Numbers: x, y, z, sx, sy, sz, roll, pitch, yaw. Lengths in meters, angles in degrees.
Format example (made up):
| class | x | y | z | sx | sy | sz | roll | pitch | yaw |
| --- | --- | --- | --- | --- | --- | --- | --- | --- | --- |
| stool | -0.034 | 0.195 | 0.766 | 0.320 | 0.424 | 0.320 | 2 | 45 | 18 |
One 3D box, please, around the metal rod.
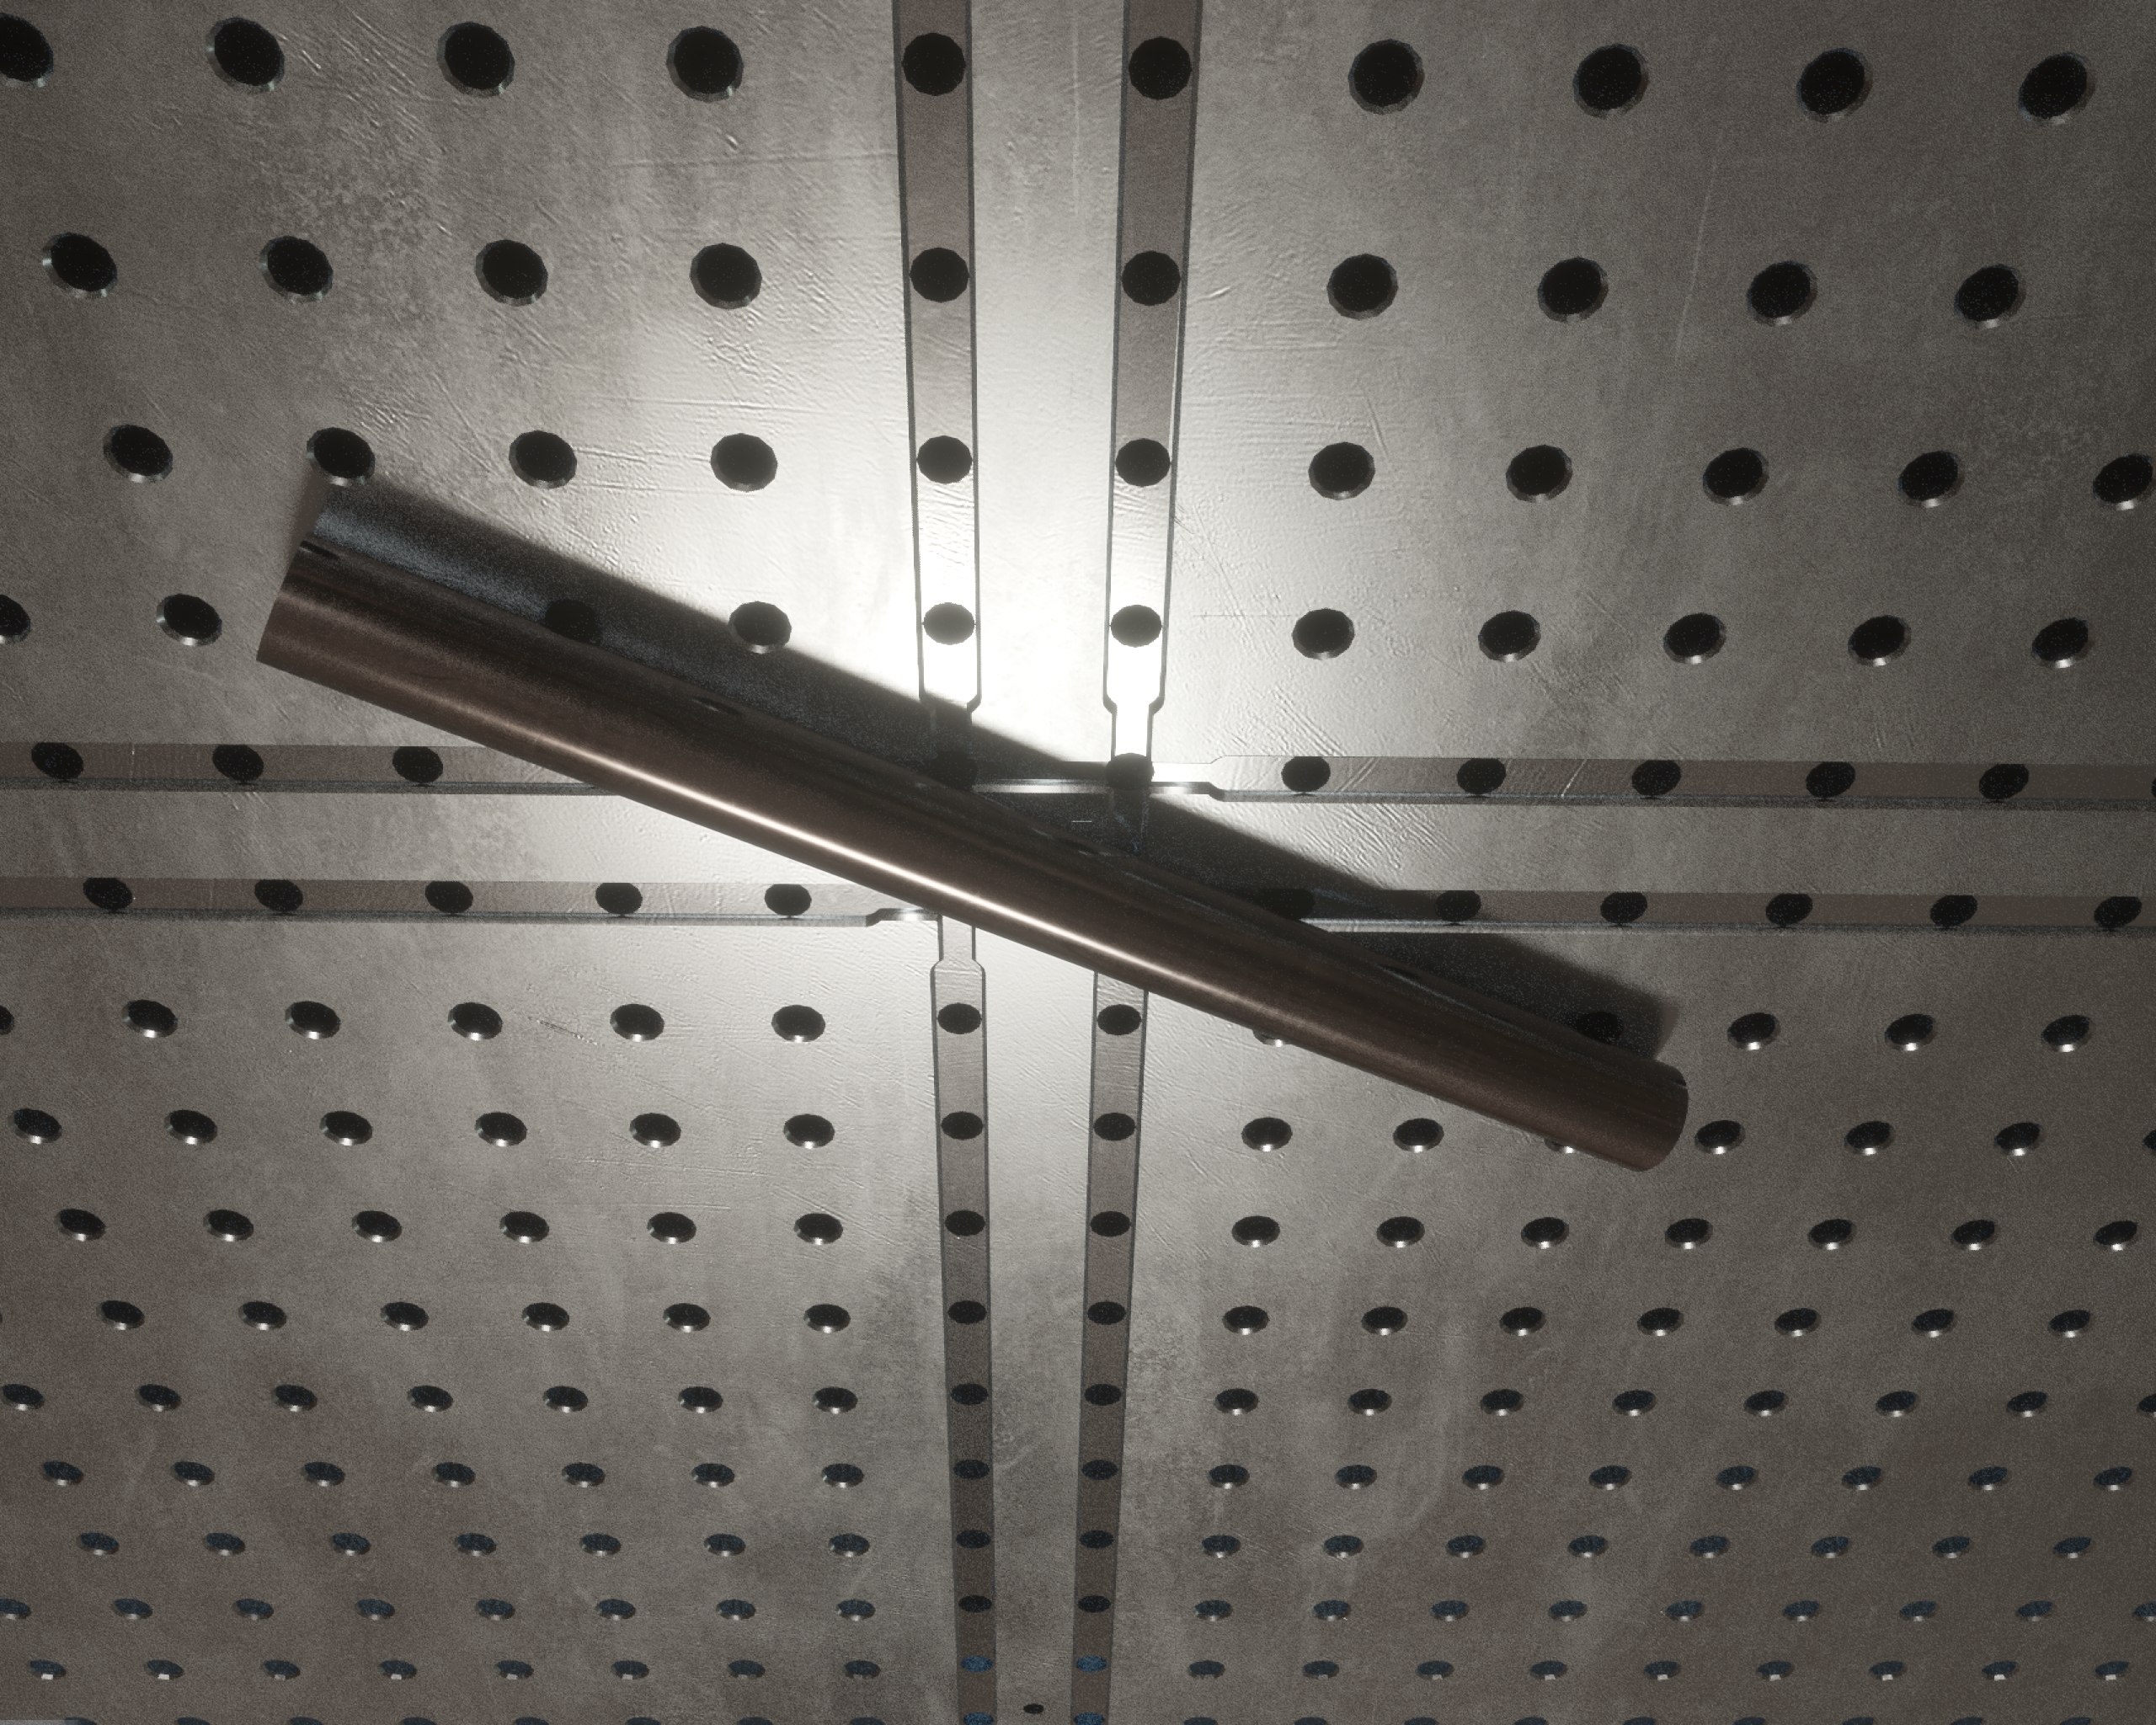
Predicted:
| class | x | y | z | sx | sy | sz | roll | pitch | yaw |
| --- | --- | --- | --- | --- | --- | --- | --- | --- | --- |
| metal rod | -0.007 | 0.005 | 0.416 | 0.302 | 0.025 | 0.025 | 21 | 127 | -18 |
